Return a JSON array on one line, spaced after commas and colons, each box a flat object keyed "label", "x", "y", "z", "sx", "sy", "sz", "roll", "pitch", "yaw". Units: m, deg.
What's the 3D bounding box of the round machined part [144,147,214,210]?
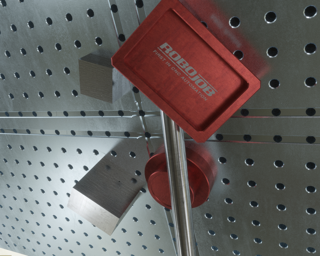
[{"label": "round machined part", "x": 0.022, "y": 0.076, "z": 0.435, "sx": 0.098, "sy": 0.042, "sz": 0.097, "roll": 13, "pitch": 124, "yaw": 20}]

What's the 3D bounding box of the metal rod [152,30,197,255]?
[{"label": "metal rod", "x": 0.020, "y": 0.036, "z": 0.378, "sx": 0.025, "sy": 0.025, "sz": 0.298, "roll": 0, "pitch": 105, "yaw": 28}]

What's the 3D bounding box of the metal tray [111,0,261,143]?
[{"label": "metal tray", "x": 0.027, "y": -0.059, "z": 0.325, "sx": 0.130, "sy": 0.030, "sz": 0.090, "roll": 42, "pitch": 102, "yaw": -7}]

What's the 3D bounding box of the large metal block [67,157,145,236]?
[{"label": "large metal block", "x": -0.082, "y": 0.104, "z": 0.481, "sx": 0.080, "sy": 0.080, "sz": 0.050, "roll": 32, "pitch": 128, "yaw": 7}]

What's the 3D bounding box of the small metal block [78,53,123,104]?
[{"label": "small metal block", "x": -0.078, "y": -0.066, "z": 0.410, "sx": 0.050, "sy": 0.025, "sz": 0.050, "roll": 18, "pitch": 126, "yaw": 17}]
